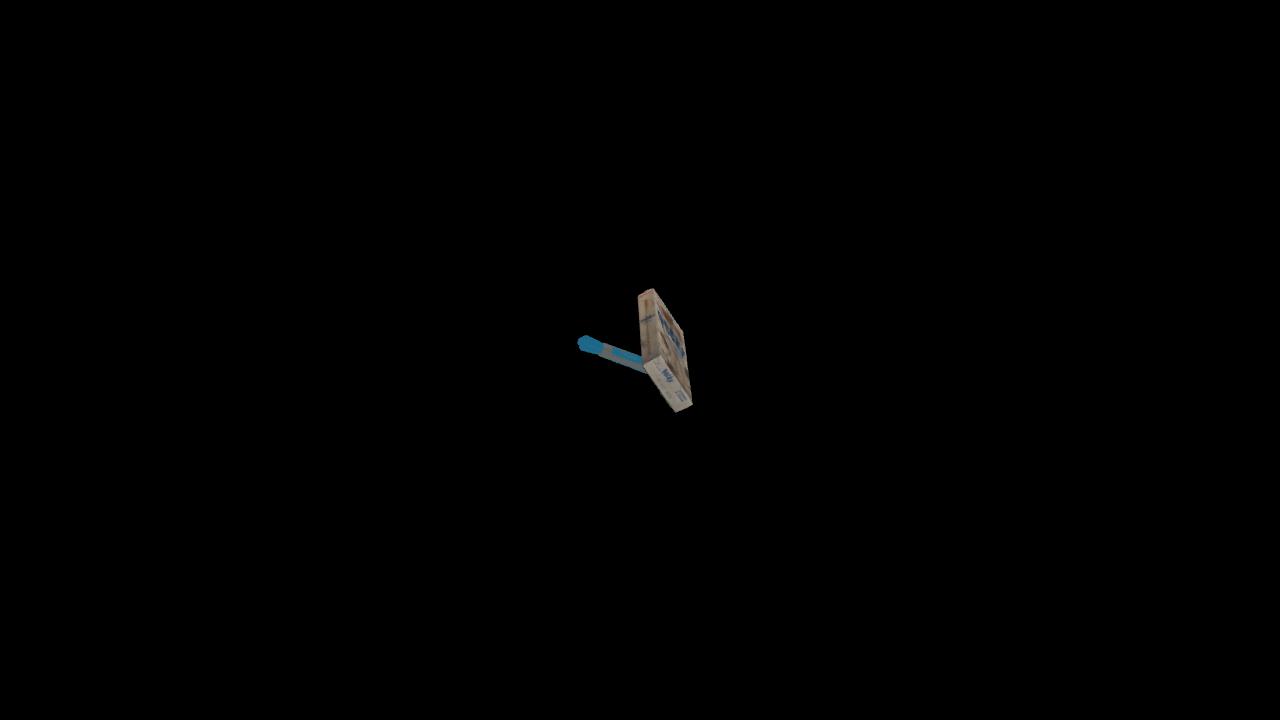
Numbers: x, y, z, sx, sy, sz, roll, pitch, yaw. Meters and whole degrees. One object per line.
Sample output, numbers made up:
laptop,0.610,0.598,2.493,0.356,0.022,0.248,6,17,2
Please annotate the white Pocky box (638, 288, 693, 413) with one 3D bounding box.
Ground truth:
white Pocky box,0.029,-0.015,0.746,0.028,0.084,0.154,-26,32,16

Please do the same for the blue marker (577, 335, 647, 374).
blue marker,-0.022,-0.004,0.738,0.121,0.020,0.020,21,-12,-33
